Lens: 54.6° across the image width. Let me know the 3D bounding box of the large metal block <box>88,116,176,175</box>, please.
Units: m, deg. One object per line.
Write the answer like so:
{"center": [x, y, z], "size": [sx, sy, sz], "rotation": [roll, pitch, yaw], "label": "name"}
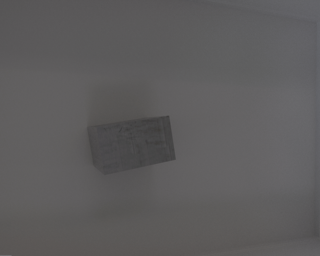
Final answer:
{"center": [-0.037, 0.017, 0.367], "size": [0.081, 0.080, 0.050], "rotation": [-10, 94, -20], "label": "large metal block"}
